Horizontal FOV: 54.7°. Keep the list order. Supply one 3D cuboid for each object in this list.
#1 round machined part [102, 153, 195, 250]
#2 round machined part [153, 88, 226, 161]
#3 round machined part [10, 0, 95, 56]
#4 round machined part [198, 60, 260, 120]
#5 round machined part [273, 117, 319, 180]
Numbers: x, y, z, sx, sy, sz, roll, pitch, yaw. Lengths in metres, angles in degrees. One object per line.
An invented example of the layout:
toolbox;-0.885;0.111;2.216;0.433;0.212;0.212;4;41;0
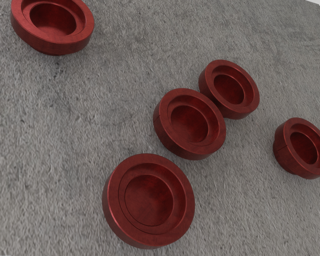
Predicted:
round machined part;-0.015;0.080;0.336;0.099;0.042;0.098;14;56;-21
round machined part;0.035;-0.001;0.412;0.099;0.042;0.098;14;56;-21
round machined part;-0.138;-0.133;0.399;0.099;0.042;0.098;14;56;-21
round machined part;0.102;-0.055;0.481;0.099;0.042;0.098;14;56;-21
round machined part;0.219;0.035;0.489;0.099;0.042;0.098;14;56;-21
